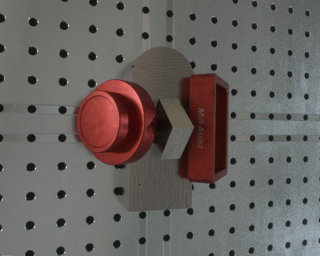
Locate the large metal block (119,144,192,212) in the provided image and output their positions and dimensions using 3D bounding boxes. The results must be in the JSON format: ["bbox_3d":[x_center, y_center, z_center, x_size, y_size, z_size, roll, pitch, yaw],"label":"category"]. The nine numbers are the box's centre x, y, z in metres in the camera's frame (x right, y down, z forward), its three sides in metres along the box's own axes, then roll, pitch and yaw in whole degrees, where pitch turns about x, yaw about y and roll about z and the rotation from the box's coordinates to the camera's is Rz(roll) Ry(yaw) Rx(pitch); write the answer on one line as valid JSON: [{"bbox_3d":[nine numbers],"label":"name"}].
[{"bbox_3d":[-0.006,0.059,0.397,0.081,0.050,0.080,2,89,-20],"label":"large metal block"}]

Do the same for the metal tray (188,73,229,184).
[{"bbox_3d":[0.066,0.001,0.404,0.030,0.090,0.129,1,90,23],"label":"metal tray"}]

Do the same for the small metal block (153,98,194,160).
[{"bbox_3d":[0.011,0.001,0.358,0.025,0.050,0.050,0,132,-23],"label":"small metal block"}]

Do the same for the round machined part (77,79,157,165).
[{"bbox_3d":[-0.055,-0.006,0.349,0.042,0.098,0.097,2,89,-53],"label":"round machined part"}]

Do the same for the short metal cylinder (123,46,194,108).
[{"bbox_3d":[-0.003,-0.059,0.397,0.081,0.050,0.080,0,90,-20],"label":"short metal cylinder"}]
